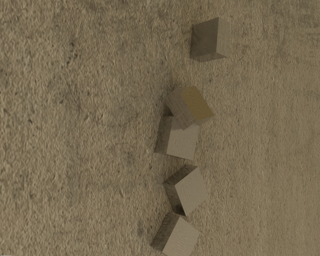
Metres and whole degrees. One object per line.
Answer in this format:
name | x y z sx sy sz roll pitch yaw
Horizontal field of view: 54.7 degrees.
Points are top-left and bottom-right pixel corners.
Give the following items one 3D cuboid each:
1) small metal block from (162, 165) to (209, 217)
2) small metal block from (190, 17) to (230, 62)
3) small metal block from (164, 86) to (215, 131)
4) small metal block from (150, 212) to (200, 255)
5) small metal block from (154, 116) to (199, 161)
small metal block | 0.037 0.087 0.435 0.050 0.025 0.050 -32 110 -35
small metal block | 0.072 -0.126 0.448 0.025 0.050 0.050 8 85 -40
small metal block | 0.040 -0.028 0.417 0.050 0.025 0.050 -16 72 -53
small metal block | 0.022 0.152 0.423 0.050 0.025 0.050 45 63 -31
small metal block | 0.023 0.015 0.424 0.050 0.025 0.050 18 79 -39
